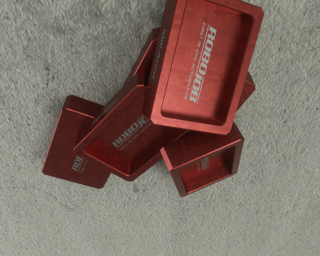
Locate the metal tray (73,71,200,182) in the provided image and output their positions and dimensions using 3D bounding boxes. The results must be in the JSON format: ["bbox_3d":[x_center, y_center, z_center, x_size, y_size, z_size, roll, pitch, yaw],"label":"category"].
[{"bbox_3d":[-0.029,0.004,0.369,0.090,0.030,0.130,34,122,-26],"label":"metal tray"}]

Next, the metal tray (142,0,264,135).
[{"bbox_3d":[0.041,-0.063,0.307,0.091,0.030,0.129,9,103,-21],"label":"metal tray"}]

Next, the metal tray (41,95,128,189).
[{"bbox_3d":[-0.101,0.025,0.424,0.091,0.030,0.129,19,127,-16],"label":"metal tray"}]

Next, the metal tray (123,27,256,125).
[{"bbox_3d":[0.032,-0.048,0.365,0.131,0.030,0.089,21,127,-18],"label":"metal tray"}]

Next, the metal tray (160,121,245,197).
[{"bbox_3d":[0.056,0.044,0.399,0.090,0.030,0.130,-23,153,-2],"label":"metal tray"}]
